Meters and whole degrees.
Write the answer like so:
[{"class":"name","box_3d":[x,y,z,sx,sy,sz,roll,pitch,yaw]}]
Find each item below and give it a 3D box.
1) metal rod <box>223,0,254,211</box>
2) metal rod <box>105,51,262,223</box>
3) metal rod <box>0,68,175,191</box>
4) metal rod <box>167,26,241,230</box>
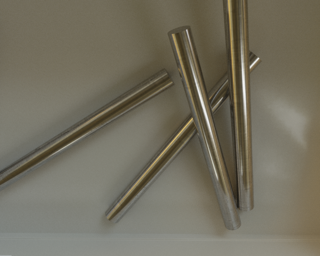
[{"class":"metal rod","box_3d":[0.101,-0.015,0.385,0.025,0.025,0.298,-9,118,3]},{"class":"metal rod","box_3d":[0.022,0.021,0.419,0.025,0.025,0.299,37,106,-13]},{"class":"metal rod","box_3d":[-0.115,0.010,0.413,0.300,0.025,0.025,-30,108,10]},{"class":"metal rod","box_3d":[0.065,0.020,0.396,0.025,0.025,0.298,-17,118,6]}]
